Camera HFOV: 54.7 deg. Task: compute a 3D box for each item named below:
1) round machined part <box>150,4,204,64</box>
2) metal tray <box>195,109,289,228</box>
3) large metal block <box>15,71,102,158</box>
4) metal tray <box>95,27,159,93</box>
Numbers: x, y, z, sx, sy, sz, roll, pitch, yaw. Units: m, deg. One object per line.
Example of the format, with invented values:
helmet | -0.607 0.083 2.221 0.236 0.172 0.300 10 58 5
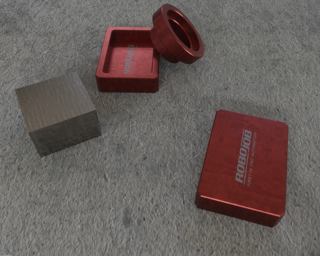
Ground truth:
round machined part | 0.022 -0.142 0.489 0.098 0.042 0.098 32 41 -34
metal tray | 0.099 0.041 0.366 0.090 0.030 0.130 13 51 10
large metal block | -0.131 -0.020 0.403 0.081 0.050 0.080 -21 53 -17
metal tray | -0.046 -0.112 0.493 0.091 0.030 0.130 1 50 1
